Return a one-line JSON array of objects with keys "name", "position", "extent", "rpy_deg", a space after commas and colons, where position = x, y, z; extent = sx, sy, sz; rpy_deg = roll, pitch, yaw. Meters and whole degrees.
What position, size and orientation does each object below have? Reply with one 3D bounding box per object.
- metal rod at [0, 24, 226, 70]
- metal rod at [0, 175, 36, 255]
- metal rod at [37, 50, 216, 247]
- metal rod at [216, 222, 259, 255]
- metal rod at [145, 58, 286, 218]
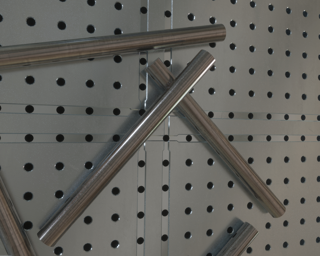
[{"name": "metal rod", "position": [-0.050, -0.106, 0.394], "extent": [0.302, 0.025, 0.025], "rpy_deg": [-12, 95, -20]}, {"name": "metal rod", "position": [-0.156, 0.151, 0.355], "extent": [0.025, 0.025, 0.298], "rpy_deg": [-23, 98, -19]}, {"name": "metal rod", "position": [-0.036, 0.019, 0.383], "extent": [0.025, 0.025, 0.300], "rpy_deg": [43, 82, -15]}, {"name": "metal rod", "position": [0.032, 0.249, 0.426], "extent": [0.301, 0.025, 0.025], "rpy_deg": [-43, 104, -15]}, {"name": "metal rod", "position": [0.087, 0.023, 0.446], "extent": [0.025, 0.025, 0.300], "rpy_deg": [-46, 105, -14]}]
